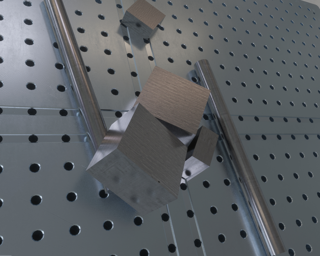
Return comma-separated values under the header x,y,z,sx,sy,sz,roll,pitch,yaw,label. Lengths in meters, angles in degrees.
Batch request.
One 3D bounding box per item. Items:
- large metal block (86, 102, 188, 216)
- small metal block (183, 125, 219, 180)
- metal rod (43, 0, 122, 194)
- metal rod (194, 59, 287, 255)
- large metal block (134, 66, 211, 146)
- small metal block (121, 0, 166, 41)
x,y,z,sx,sy,sz,roll,pitch,yaw,label
-0.020,0.033,0.337,0.080,0.050,0.080,43,34,-18,large metal block
0.046,0.032,0.397,0.025,0.050,0.050,32,52,-9,small metal block
-0.102,-0.063,0.390,0.025,0.025,0.299,-10,67,-32,metal rod
0.107,0.027,0.449,0.025,0.025,0.299,-3,63,-30,metal rod
0.011,-0.023,0.404,0.080,0.050,0.080,24,52,-1,large metal block
-0.026,-0.177,0.502,0.050,0.025,0.050,35,51,-5,small metal block
